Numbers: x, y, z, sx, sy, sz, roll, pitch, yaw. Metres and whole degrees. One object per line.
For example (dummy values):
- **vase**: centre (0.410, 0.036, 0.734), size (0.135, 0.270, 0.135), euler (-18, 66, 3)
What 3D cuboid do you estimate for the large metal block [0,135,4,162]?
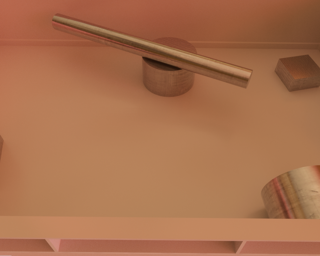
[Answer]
- **large metal block**: centre (-0.221, 0.024, 0.346), size (0.050, 0.080, 0.080), euler (-9, 51, -8)

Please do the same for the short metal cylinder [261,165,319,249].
- **short metal cylinder**: centre (0.147, 0.079, 0.305), size (0.081, 0.080, 0.050), euler (-4, 50, -4)

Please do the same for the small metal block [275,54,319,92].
- **small metal block**: centre (0.216, -0.086, 0.480), size (0.050, 0.025, 0.050), euler (-10, 51, -9)

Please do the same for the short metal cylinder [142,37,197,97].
- **short metal cylinder**: centre (0.014, -0.092, 0.467), size (0.081, 0.050, 0.080), euler (0, 50, 0)

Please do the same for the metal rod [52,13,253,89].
- **metal rod**: centre (-0.022, -0.112, 0.434), size (0.301, 0.025, 0.025), euler (21, 53, 16)
